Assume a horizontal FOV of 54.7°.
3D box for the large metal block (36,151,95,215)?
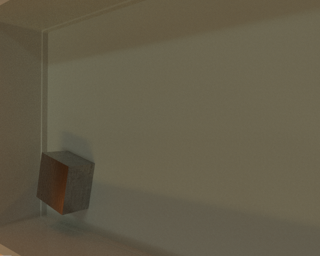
[{"bbox_3d":[-0.160,0.089,0.523,0.080,0.050,0.079,17,101,39],"label":"large metal block"}]
